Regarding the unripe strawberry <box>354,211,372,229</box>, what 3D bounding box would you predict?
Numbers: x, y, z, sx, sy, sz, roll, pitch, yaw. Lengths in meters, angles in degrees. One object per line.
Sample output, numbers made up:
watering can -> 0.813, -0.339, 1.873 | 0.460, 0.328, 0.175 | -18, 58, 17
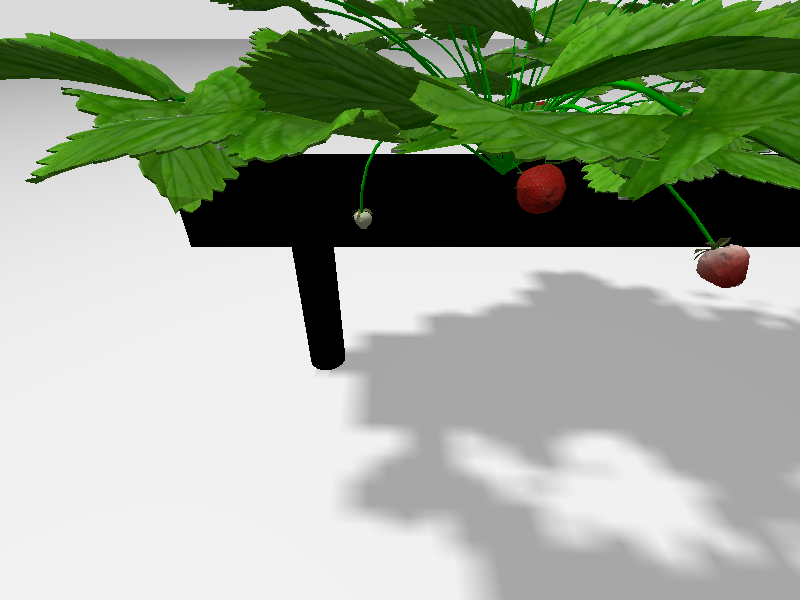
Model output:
unripe strawberry -> -0.022, -0.048, 0.238 | 0.011, 0.011, 0.010 | 27, 43, 33

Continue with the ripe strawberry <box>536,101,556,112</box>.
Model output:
ripe strawberry -> 0.171, -0.226, 0.489 | 0.036, 0.031, 0.036 | 14, 37, 20

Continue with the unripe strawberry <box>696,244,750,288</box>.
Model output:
unripe strawberry -> 0.159, -0.016, 0.196 | 0.023, 0.021, 0.020 | -12, -18, -17

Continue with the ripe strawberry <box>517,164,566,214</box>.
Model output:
ripe strawberry -> 0.096, -0.073, 0.269 | 0.032, 0.034, 0.035 | -2, 35, -3
